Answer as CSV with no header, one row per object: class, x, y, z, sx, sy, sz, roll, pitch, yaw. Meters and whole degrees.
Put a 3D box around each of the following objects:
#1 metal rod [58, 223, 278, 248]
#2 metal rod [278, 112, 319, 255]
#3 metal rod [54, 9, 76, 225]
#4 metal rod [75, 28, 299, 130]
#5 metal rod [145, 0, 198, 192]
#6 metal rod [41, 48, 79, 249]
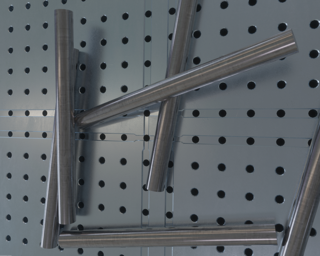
metal rod,-0.003,0.146,0.414,0.300,0.025,0.025,-9,87,19
metal rod,0.163,0.098,0.354,0.025,0.025,0.298,16,95,19
metal rod,-0.134,-0.012,0.441,0.025,0.025,0.298,3,96,20
metal rod,0.009,-0.048,0.380,0.300,0.025,0.025,-17,84,30
metal rod,0.019,-0.065,0.406,0.025,0.025,0.298,11,94,19
metal rod,-0.151,0.031,0.466,0.025,0.025,0.298,8,93,20
